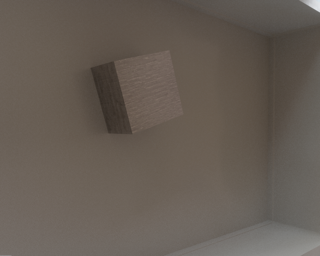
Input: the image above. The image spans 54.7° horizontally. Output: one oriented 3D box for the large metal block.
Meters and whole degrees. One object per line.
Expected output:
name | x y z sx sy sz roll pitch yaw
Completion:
large metal block | -0.025 -0.043 0.371 0.081 0.050 0.079 -22 104 -38
